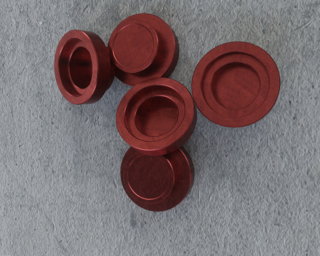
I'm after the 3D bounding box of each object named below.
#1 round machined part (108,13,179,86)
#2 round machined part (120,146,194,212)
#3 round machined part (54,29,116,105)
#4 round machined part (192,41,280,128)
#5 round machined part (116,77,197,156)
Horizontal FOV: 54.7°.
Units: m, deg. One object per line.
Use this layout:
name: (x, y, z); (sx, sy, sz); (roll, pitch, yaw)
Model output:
round machined part: (-0.027, -0.104, 0.409); (0.098, 0.042, 0.097); (0, 90, 19)
round machined part: (-0.008, 0.060, 0.402); (0.098, 0.042, 0.097); (0, 90, 19)
round machined part: (-0.099, -0.082, 0.423); (0.098, 0.042, 0.097); (7, 102, 40)
round machined part: (0.090, -0.049, 0.369); (0.098, 0.042, 0.097); (0, 90, 19)
round machined part: (-0.002, -0.011, 0.390); (0.098, 0.042, 0.098); (-6, 65, 14)
